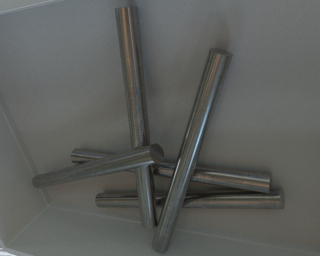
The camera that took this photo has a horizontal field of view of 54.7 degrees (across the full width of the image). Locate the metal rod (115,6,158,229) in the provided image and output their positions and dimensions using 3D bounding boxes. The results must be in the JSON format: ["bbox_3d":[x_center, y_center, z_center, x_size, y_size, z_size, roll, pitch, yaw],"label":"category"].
[{"bbox_3d":[-0.026,0.004,0.399,0.025,0.025,0.298,6,115,24],"label":"metal rod"}]

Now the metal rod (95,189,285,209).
[{"bbox_3d":[0.024,0.106,0.458,0.300,0.025,0.025,-8,114,31],"label":"metal rod"}]

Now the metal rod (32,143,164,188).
[{"bbox_3d":[-0.113,0.065,0.472,0.299,0.025,0.025,-17,110,40],"label":"metal rod"}]

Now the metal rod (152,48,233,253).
[{"bbox_3d":[0.032,0.048,0.393,0.025,0.025,0.298,22,119,14],"label":"metal rod"}]

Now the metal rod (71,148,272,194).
[{"bbox_3d":[-0.001,0.056,0.441,0.301,0.025,0.025,5,121,25],"label":"metal rod"}]
